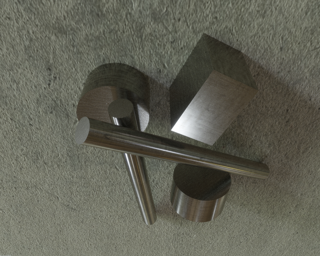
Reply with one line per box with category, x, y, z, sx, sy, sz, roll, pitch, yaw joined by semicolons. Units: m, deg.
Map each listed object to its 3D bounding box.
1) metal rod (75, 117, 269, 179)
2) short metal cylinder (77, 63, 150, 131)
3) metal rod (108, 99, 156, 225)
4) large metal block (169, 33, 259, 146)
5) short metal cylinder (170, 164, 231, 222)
metal rod;0.043;0.034;0.369;0.302;0.025;0.025;16;132;-40
short metal cylinder;-0.052;-0.029;0.365;0.081;0.050;0.079;0;130;0
metal rod;-0.028;0.069;0.422;0.025;0.025;0.299;-3;143;3
large metal block;0.052;-0.042;0.336;0.050;0.080;0.080;21;127;-17
short metal cylinder;0.057;0.087;0.445;0.081;0.080;0.050;3;130;-3
